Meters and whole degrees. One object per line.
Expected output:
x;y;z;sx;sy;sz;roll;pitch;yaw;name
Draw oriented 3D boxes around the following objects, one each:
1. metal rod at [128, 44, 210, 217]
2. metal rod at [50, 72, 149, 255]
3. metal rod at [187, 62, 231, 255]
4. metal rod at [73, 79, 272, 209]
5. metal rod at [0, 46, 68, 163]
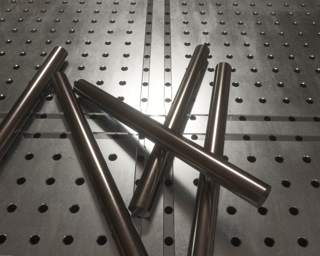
0.024;-0.020;0.424;0.025;0.025;0.300;14;51;11;metal rod
-0.087;0.028;0.382;0.025;0.025;0.300;-21;53;-17;metal rod
0.069;0.018;0.392;0.025;0.025;0.300;10;50;7;metal rod
-0.010;0.002;0.375;0.300;0.025;0.025;30;56;34;metal rod
-0.193;-0.012;0.414;0.025;0.025;0.300;9;50;7;metal rod
